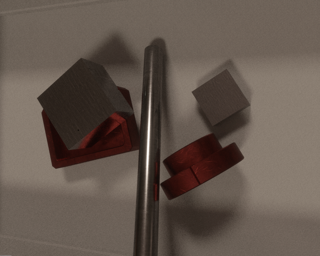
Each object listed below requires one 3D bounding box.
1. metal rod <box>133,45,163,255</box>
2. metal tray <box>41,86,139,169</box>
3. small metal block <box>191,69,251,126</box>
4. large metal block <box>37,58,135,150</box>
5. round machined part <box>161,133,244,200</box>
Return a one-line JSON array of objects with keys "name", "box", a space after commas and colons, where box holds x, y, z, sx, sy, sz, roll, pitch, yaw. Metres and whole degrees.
[{"name": "metal rod", "box": [-0.012, 0.034, 0.356, 0.025, 0.025, 0.299, -7, 66, 19]}, {"name": "metal tray", "box": [-0.100, 0.001, 0.441, 0.130, 0.030, 0.090, -14, 85, 19]}, {"name": "small metal block", "box": [0.076, -0.036, 0.383, 0.050, 0.025, 0.050, -33, 80, 16]}, {"name": "large metal block", "box": [-0.094, -0.029, 0.397, 0.080, 0.050, 0.080, -37, 79, 16]}, {"name": "round machined part", "box": [0.042, 0.040, 0.356, 0.098, 0.098, 0.042, -32, 80, 17]}]
